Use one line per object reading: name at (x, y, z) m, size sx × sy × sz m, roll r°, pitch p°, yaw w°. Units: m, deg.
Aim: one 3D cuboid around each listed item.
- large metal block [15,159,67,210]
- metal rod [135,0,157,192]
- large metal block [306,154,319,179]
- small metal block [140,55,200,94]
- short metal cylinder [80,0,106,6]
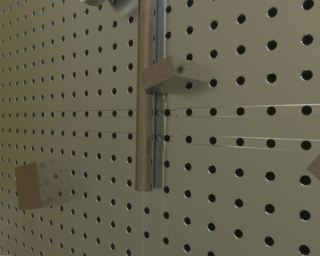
large metal block at (-0.221, 0.105, 0.572) m, size 0.080 × 0.050 × 0.080 m, roll -16°, pitch 80°, yaw 38°
metal rod at (-0.019, -0.064, 0.422) m, size 0.025 × 0.025 × 0.298 m, roll 2°, pitch 91°, yaw 39°
large metal block at (0.169, 0.014, 0.234) m, size 0.050 × 0.081 × 0.080 m, roll 45°, pitch 117°, yaw 30°
small metal block at (0.013, -0.064, 0.381) m, size 0.050 × 0.050 × 0.025 m, roll -19°, pitch 78°, yaw 38°
short metal cylinder at (-0.098, -0.228, 0.452) m, size 0.050 × 0.081 × 0.080 m, roll -26°, pitch 74°, yaw 37°
